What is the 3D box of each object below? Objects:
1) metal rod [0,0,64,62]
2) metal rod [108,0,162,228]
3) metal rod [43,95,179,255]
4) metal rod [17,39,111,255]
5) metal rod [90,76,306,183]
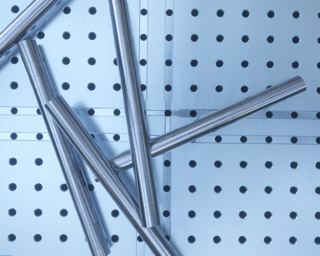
[{"bbox_3d":[-0.189,-0.130,0.410,0.300,0.025,0.025,-45,91,-1],"label":"metal rod"},{"bbox_3d":[-0.034,-0.028,0.394,0.025,0.025,0.298,-9,83,0],"label":"metal rod"},{"bbox_3d":[-0.045,0.089,0.392,0.025,0.025,0.299,-34,99,0],"label":"metal rod"},{"bbox_3d":[-0.127,0.028,0.411,0.025,0.025,0.298,-20,90,0],"label":"metal rod"},{"bbox_3d":[0.051,0.001,0.414,0.301,0.025,0.025,-24,90,-1],"label":"metal rod"}]
